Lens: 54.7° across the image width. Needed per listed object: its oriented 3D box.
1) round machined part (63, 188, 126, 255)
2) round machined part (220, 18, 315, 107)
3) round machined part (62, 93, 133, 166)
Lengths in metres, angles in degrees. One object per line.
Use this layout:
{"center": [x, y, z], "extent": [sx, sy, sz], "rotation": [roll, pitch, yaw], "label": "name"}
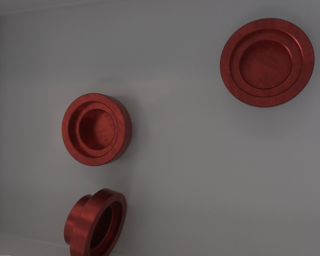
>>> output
{"center": [-0.086, 0.125, 0.402], "extent": [0.042, 0.098, 0.097], "rotation": [15, 95, 20], "label": "round machined part"}
{"center": [0.122, -0.072, 0.358], "extent": [0.098, 0.042, 0.097], "rotation": [0, 90, 20], "label": "round machined part"}
{"center": [-0.083, 0.002, 0.431], "extent": [0.098, 0.042, 0.097], "rotation": [0, 90, 20], "label": "round machined part"}
